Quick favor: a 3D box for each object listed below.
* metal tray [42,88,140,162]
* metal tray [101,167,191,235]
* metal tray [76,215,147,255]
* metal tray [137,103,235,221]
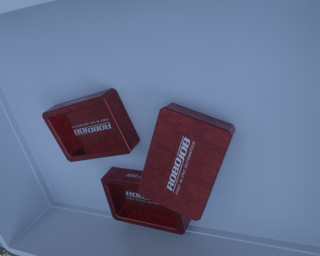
[{"bbox_3d":[-0.104,0.000,0.460,0.130,0.030,0.090,-11,113,32],"label":"metal tray"},{"bbox_3d":[-0.022,0.113,0.486,0.130,0.030,0.089,4,120,26],"label":"metal tray"},{"bbox_3d":[-0.091,0.223,0.593,0.130,0.030,0.089,7,122,24],"label":"metal tray"},{"bbox_3d":[0.031,0.043,0.395,0.090,0.030,0.129,22,112,15],"label":"metal tray"}]
